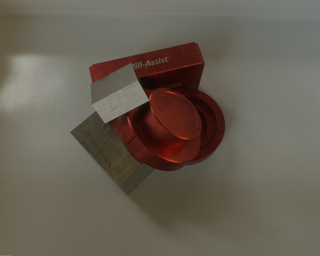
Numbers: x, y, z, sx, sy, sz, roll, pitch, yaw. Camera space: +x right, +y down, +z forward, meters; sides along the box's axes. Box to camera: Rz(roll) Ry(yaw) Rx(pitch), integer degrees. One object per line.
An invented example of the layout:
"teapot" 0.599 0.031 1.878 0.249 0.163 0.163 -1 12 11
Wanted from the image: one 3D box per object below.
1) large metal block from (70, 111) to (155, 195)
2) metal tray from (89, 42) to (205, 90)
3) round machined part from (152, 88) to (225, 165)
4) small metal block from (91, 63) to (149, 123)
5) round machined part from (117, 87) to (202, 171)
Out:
"large metal block" -0.051 0.029 0.368 0.050 0.080 0.080 -42 76 -14
"metal tray" -0.015 -0.059 0.394 0.131 0.090 0.030 -14 72 -6
"round machined part" 0.031 0.001 0.400 0.099 0.042 0.098 0 70 -1
"small metal block" -0.043 -0.038 0.323 0.050 0.025 0.050 -27 33 3
"round machined part" 0.007 -0.005 0.340 0.099 0.042 0.098 24 43 -24
